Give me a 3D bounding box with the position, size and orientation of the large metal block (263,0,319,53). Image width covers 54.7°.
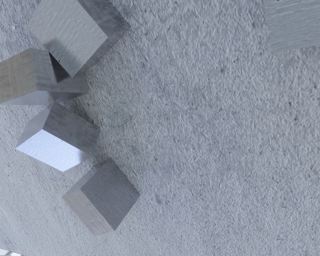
[{"bbox_3d":[0.130,-0.114,0.251,0.080,0.050,0.080,-5,116,30],"label":"large metal block"}]

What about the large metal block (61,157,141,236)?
[{"bbox_3d":[-0.089,0.107,0.484,0.050,0.080,0.080,-28,103,37],"label":"large metal block"}]

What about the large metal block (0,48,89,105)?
[{"bbox_3d":[-0.155,-0.062,0.405,0.080,0.080,0.050,-11,87,33],"label":"large metal block"}]

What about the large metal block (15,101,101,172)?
[{"bbox_3d":[-0.150,0.016,0.460,0.080,0.050,0.080,-27,131,37],"label":"large metal block"}]

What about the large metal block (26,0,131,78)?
[{"bbox_3d":[-0.096,-0.121,0.367,0.080,0.050,0.080,-34,99,38],"label":"large metal block"}]
